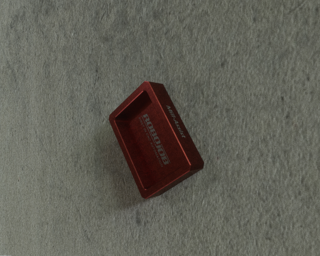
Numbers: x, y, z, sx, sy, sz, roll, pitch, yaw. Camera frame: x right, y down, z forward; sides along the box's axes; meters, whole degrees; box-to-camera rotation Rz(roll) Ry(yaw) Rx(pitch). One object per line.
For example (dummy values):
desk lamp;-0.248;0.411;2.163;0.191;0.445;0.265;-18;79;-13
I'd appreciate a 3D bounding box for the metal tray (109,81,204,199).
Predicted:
metal tray;-0.010;0.015;0.407;0.090;0.030;0.130;-39;66;32
